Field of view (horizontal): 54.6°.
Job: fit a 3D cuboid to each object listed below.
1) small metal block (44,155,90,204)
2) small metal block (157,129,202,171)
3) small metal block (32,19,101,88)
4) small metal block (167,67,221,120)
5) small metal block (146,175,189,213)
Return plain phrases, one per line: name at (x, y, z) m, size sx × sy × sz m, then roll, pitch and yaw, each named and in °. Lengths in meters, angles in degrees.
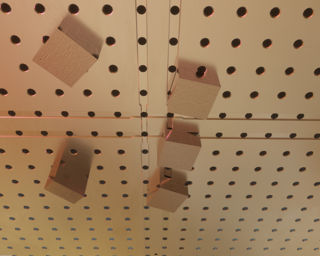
small metal block at (-0.136, 0.076, 0.458) m, size 0.050 × 0.050 × 0.025 m, roll 37°, pitch 121°, yaw -27°
small metal block at (0.026, 0.032, 0.439) m, size 0.050 × 0.025 × 0.050 m, roll 10°, pitch 130°, yaw -9°
small metal block at (-0.102, -0.081, 0.342) m, size 0.050 × 0.025 × 0.050 m, roll 37°, pitch 121°, yaw -27°
small metal block at (0.040, -0.041, 0.377) m, size 0.050 × 0.025 × 0.050 m, roll 11°, pitch 129°, yaw -9°
small metal block at (0.011, 0.108, 0.503) m, size 0.050 × 0.025 × 0.050 m, roll 20°, pitch 127°, yaw -17°
